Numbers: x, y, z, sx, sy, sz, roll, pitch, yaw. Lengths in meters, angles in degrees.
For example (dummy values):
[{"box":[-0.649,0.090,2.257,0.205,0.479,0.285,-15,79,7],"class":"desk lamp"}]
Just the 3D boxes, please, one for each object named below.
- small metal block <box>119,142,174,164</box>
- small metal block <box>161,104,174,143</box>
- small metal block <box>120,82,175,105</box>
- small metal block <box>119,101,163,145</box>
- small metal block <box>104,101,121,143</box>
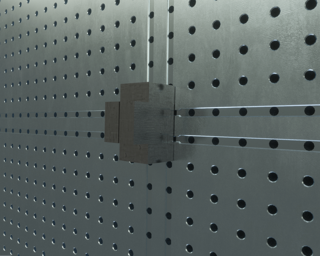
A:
[{"box":[-0.017,0.030,0.408,0.050,0.050,0.025,2,91,40],"class":"small metal block"},{"box":[-0.009,-0.007,0.417,0.050,0.025,0.050,2,92,41],"class":"small metal block"},{"box":[-0.016,-0.044,0.407,0.050,0.050,0.025,3,92,40],"class":"small metal block"},{"box":[-0.022,-0.006,0.380,0.025,0.050,0.050,3,92,41],"class":"small metal block"},{"box":[-0.043,-0.007,0.396,0.025,0.050,0.050,2,92,40],"class":"small metal block"}]
